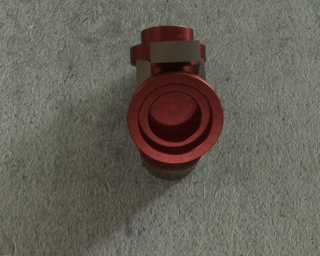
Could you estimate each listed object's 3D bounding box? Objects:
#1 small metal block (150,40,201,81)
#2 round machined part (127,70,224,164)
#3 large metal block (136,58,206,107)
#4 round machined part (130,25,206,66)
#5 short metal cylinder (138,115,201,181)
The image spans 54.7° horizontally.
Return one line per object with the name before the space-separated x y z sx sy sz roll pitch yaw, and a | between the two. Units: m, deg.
small metal block | 0.015 -0.069 0.336 0.050 0.050 0.025 -3 70 -1
round machined part | 0.016 -0.014 0.336 0.099 0.042 0.097 -1 109 -1
large metal block | 0.013 -0.045 0.396 0.081 0.080 0.050 -2 70 -1
round machined part | 0.010 -0.105 0.405 0.099 0.098 0.042 -2 95 -1
short metal cylinder | 0.013 0.022 0.389 0.081 0.050 0.080 0 70 0
